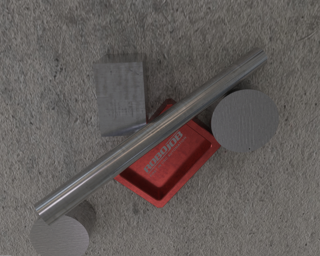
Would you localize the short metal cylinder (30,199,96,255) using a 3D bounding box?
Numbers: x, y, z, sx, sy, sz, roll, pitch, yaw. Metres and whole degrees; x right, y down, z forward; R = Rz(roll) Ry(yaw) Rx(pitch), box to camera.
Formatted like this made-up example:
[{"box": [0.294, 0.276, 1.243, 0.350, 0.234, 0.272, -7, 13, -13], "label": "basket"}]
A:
[{"box": [-0.138, 0.143, 0.448, 0.081, 0.050, 0.079, 0, 110, 0], "label": "short metal cylinder"}]

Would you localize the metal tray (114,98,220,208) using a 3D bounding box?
[{"box": [0.006, 0.036, 0.420, 0.090, 0.030, 0.130, 37, 106, -13], "label": "metal tray"}]

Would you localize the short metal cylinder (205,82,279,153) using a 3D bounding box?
[{"box": [0.101, -0.016, 0.392, 0.081, 0.050, 0.079, 0, 110, 0], "label": "short metal cylinder"}]

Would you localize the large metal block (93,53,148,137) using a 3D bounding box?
[{"box": [-0.041, -0.042, 0.364, 0.050, 0.080, 0.079, -2, 110, 1], "label": "large metal block"}]

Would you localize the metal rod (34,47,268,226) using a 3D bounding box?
[{"box": [0.006, -0.004, 0.334, 0.301, 0.025, 0.025, -36, 109, -18], "label": "metal rod"}]
